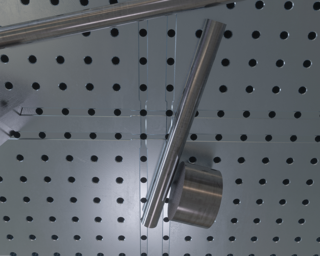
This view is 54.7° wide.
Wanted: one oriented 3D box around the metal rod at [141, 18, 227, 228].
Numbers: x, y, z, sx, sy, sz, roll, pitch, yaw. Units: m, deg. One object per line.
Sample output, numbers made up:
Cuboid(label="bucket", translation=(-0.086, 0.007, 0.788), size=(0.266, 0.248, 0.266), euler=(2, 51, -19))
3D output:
Cuboid(label="metal rod", translation=(0.025, 0.008, 0.416), size=(0.025, 0.025, 0.298), euler=(15, 109, -6))

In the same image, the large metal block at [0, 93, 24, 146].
Cuboid(label="large metal block", translation=(-0.229, -0.013, 0.377), size=(0.080, 0.080, 0.050), euler=(22, 109, -8))

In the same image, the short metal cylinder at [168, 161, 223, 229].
Cuboid(label="short metal cylinder", translation=(0.046, 0.090, 0.418), size=(0.050, 0.080, 0.079), euler=(15, 109, -6))

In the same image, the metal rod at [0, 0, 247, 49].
Cuboid(label="metal rod", translation=(-0.048, -0.133, 0.363), size=(0.302, 0.025, 0.025), euler=(-10, 110, 3))
